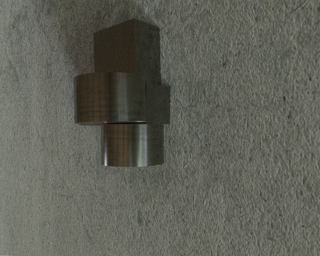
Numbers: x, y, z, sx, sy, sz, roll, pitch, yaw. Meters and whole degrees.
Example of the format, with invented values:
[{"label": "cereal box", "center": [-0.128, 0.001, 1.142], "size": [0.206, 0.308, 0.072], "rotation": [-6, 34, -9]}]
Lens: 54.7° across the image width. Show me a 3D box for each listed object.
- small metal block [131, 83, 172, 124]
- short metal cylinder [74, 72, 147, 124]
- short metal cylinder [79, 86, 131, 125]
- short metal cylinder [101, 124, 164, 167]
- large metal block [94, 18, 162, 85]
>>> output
[{"label": "small metal block", "center": [-0.010, -0.030, 0.401], "size": [0.025, 0.050, 0.050], "rotation": [1, 91, 40]}, {"label": "short metal cylinder", "center": [-0.056, -0.031, 0.352], "size": [0.080, 0.081, 0.050], "rotation": [-3, 89, 40]}, {"label": "short metal cylinder", "center": [-0.071, -0.030, 0.430], "size": [0.080, 0.081, 0.050], "rotation": [-3, 89, 40]}, {"label": "short metal cylinder", "center": [-0.035, 0.020, 0.401], "size": [0.080, 0.081, 0.050], "rotation": [0, 90, 40]}, {"label": "large metal block", "center": [-0.045, -0.095, 0.429], "size": [0.080, 0.050, 0.080], "rotation": [-2, 89, 40]}]
